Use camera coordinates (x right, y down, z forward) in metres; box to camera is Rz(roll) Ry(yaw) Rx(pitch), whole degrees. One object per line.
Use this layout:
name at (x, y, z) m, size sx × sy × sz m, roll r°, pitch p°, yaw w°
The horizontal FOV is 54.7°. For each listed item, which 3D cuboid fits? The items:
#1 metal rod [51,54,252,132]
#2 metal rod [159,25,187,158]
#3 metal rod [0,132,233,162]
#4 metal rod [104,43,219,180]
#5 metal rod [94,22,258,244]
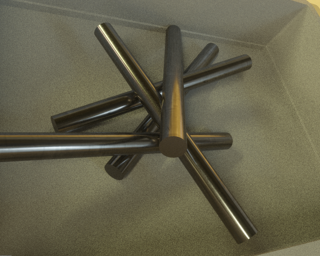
metal rod at (0.008, -0.052, 0.412) m, size 0.302 × 0.025 × 0.025 m, roll -22°, pitch 74°, yaw -27°
metal rod at (0.017, -0.071, 0.395) m, size 0.025 × 0.025 × 0.300 m, roll 24°, pitch 34°, yaw -14°
metal rod at (-0.022, 0.017, 0.349) m, size 0.302 × 0.025 × 0.025 m, roll 1°, pitch 61°, yaw -40°
metal rod at (0.019, -0.043, 0.442) m, size 0.025 × 0.025 × 0.301 m, roll 39°, pitch 51°, yaw -2°
metal rod at (0.008, -0.008, 0.356) m, size 0.025 × 0.025 × 0.299 m, roll -22°, pitch 69°, yaw -36°
